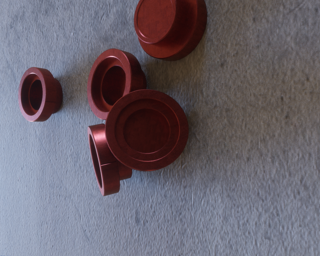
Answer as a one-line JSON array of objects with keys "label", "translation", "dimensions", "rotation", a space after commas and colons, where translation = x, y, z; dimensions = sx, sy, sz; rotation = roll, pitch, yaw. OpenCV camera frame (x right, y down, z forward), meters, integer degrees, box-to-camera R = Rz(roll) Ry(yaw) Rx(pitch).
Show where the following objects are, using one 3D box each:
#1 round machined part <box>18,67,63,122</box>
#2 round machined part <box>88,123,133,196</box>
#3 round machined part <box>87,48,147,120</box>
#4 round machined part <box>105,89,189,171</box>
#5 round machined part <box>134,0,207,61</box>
[{"label": "round machined part", "translation": [-0.216, -0.060, 0.568], "dimensions": [0.098, 0.042, 0.097], "rotation": [0, 90, 39]}, {"label": "round machined part", "translation": [-0.068, 0.041, 0.429], "dimensions": [0.098, 0.042, 0.097], "rotation": [169, 90, -72]}, {"label": "round machined part", "translation": [-0.057, -0.058, 0.435], "dimensions": [0.098, 0.042, 0.097], "rotation": [-4, 84, 43]}, {"label": "round machined part", "translation": [-0.017, 0.005, 0.383], "dimensions": [0.042, 0.099, 0.097], "rotation": [119, 140, -78]}, {"label": "round machined part", "translation": [0.006, -0.136, 0.387], "dimensions": [0.098, 0.042, 0.097], "rotation": [0, 90, 39]}]
